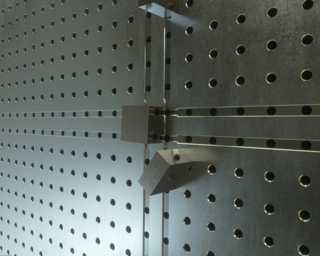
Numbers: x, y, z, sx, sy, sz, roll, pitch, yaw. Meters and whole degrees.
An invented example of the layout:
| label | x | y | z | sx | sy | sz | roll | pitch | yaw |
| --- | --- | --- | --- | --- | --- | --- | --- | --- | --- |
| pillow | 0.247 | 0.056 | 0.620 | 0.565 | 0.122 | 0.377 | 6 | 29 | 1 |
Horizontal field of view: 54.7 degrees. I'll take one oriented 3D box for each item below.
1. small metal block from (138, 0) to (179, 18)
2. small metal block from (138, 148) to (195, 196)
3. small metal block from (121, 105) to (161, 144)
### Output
| label | x | y | z | sx | sy | sz | roll | pitch | yaw |
| --- | --- | --- | --- | --- | --- | --- | --- | --- | --- |
| small metal block | 0.000 | -0.173 | 0.391 | 0.025 | 0.050 | 0.050 | 3 | 92 | 40 |
| small metal block | 0.008 | 0.054 | 0.385 | 0.025 | 0.050 | 0.050 | 45 | 117 | 30 |
| small metal block | -0.027 | -0.005 | 0.429 | 0.050 | 0.025 | 0.050 | 5 | 93 | 39 |
